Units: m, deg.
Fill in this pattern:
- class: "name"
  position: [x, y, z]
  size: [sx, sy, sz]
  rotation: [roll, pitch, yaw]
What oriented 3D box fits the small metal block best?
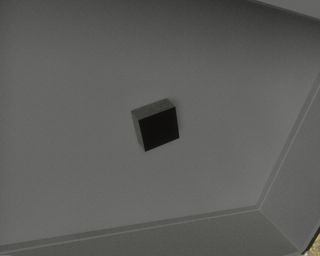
- class: "small metal block"
  position: [-0.005, -0.004, 0.400]
  size: [0.050, 0.025, 0.050]
  rotation: [-21, 127, -16]
